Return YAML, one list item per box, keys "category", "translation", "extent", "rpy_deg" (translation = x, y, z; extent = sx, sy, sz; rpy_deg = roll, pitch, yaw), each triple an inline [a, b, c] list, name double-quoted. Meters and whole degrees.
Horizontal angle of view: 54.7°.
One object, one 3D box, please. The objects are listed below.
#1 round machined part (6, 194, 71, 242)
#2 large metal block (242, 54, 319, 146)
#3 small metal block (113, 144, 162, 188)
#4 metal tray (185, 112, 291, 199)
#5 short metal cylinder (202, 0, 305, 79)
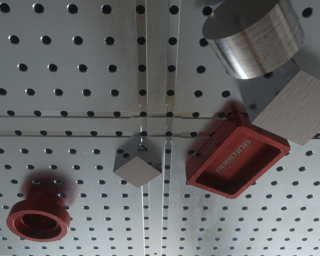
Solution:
- category: "round machined part"
  translation: [-0.201, 0.150, 0.526]
  extent: [0.099, 0.042, 0.097]
  rpy_deg: [0, 130, 0]
- category: "large metal block"
  translation: [0.160, -0.034, 0.368]
  extent: [0.080, 0.050, 0.080]
  rpy_deg: [22, 127, -18]
- category: "small metal block"
  translation: [-0.033, 0.057, 0.460]
  extent: [0.050, 0.025, 0.050]
  rpy_deg: [-36, 122, 26]
- category: "metal tray"
  translation: [0.107, 0.045, 0.447]
  extent: [0.091, 0.030, 0.129]
  rpy_deg: [22, 127, -18]
- category: "short metal cylinder"
  translation: [0.088, -0.093, 0.297]
  extent: [0.080, 0.080, 0.050]
  rpy_deg: [-29, 125, 22]
